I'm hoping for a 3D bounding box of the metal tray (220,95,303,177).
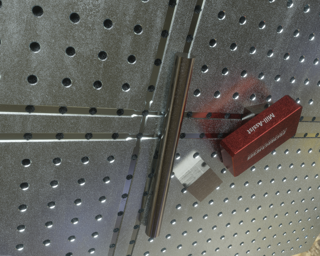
[{"bbox_3d":[0.159,0.015,0.489,0.130,0.030,0.090,-34,147,-6],"label":"metal tray"}]

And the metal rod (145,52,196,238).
[{"bbox_3d":[0.009,0.042,0.444,0.025,0.025,0.298,-6,121,-26],"label":"metal rod"}]

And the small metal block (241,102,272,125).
[{"bbox_3d":[0.159,-0.010,0.495,0.050,0.025,0.050,-12,124,-23],"label":"small metal block"}]

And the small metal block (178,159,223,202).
[{"bbox_3d":[0.067,0.086,0.503,0.050,0.025,0.050,-43,130,1],"label":"small metal block"}]
